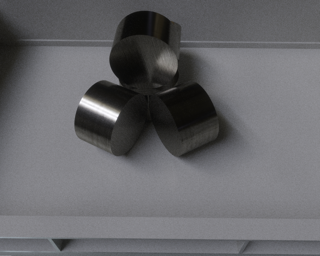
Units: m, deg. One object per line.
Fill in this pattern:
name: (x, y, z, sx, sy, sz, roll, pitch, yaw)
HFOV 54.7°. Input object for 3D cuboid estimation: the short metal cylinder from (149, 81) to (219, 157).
short metal cylinder: (0.027, -0.012, 0.377, 0.050, 0.080, 0.080, -23, 54, -17)

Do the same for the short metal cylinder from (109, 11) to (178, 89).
short metal cylinder: (-0.018, -0.094, 0.381, 0.080, 0.080, 0.050, 2, 50, 2)

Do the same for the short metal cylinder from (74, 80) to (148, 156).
short metal cylinder: (-0.057, -0.012, 0.377, 0.050, 0.080, 0.080, 23, 54, 18)

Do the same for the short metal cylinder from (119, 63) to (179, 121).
short metal cylinder: (-0.015, -0.056, 0.432, 0.080, 0.050, 0.080, 0, 50, 0)

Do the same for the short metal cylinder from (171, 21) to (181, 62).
short metal cylinder: (-0.009, -0.128, 0.466, 0.080, 0.080, 0.050, 3, 93, 2)
